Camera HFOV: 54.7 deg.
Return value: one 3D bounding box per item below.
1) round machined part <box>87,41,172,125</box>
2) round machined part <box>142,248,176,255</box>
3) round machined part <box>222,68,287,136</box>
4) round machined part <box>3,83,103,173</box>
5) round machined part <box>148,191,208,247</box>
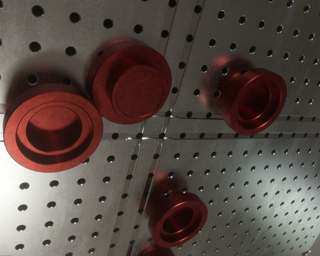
[{"bbox_3d":[-0.030,-0.046,0.357,0.099,0.042,0.097,-14,125,-21],"label":"round machined part"},{"bbox_3d":[-0.007,0.272,0.567,0.099,0.042,0.097,-14,125,-21],"label":"round machined part"},{"bbox_3d":[0.130,-0.041,0.449,0.099,0.042,0.097,-14,125,-21],"label":"round machined part"},{"bbox_3d":[-0.115,-0.003,0.336,0.099,0.042,0.097,-14,124,-21],"label":"round machined part"},{"bbox_3d":[0.025,0.143,0.505,0.099,0.042,0.097,-14,125,-21],"label":"round machined part"}]
